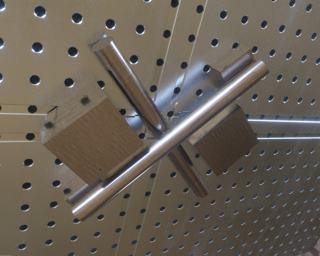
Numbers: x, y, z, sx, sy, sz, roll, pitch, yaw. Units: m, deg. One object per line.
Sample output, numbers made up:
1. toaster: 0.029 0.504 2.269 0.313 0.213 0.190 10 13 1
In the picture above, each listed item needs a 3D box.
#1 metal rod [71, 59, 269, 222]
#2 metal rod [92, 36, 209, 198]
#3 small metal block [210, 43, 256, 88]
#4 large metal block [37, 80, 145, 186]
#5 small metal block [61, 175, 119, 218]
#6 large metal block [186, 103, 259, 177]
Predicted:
1. metal rod: 0.014 0.014 0.395 0.301 0.025 0.025 -38 129 -2
2. metal rod: 0.005 0.008 0.417 0.025 0.025 0.300 -37 129 -4
3. small metal block: 0.103 -0.077 0.420 0.050 0.025 0.050 -38 129 -3
4. large metal block: -0.078 0.006 0.356 0.080 0.050 0.080 -37 129 -3
5. small metal block: -0.093 0.085 0.413 0.050 0.025 0.050 -39 129 -2
6. large metal block: 0.085 0.011 0.448 0.080 0.050 0.080 -40 129 -1
